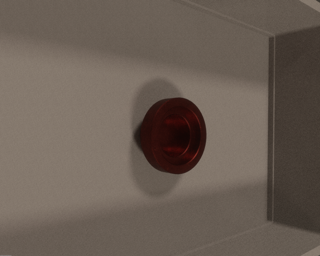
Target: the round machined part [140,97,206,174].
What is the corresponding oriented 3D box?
[{"bbox_3d":[0.013,0.010,0.409,0.099,0.042,0.097,0,90,-40],"label":"round machined part"}]
